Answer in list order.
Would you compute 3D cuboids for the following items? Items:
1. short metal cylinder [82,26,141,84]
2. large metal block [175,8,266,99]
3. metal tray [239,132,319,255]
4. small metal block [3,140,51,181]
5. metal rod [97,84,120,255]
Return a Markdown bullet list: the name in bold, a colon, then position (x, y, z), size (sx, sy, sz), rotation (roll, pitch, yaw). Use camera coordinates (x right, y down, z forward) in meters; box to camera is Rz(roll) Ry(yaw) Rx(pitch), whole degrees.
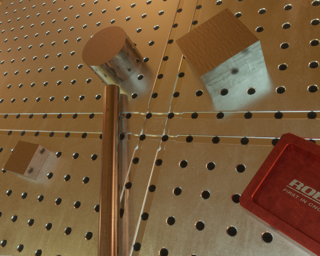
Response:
- **short metal cylinder**: position (-0.078, -0.117, 0.503), size (0.080, 0.050, 0.080), rotation (-13, 56, 20)
- **large metal block**: position (0.079, -0.099, 0.411), size (0.080, 0.050, 0.080), rotation (-31, 52, 7)
- **metal tray**: position (0.152, 0.070, 0.281), size (0.130, 0.030, 0.090), rotation (30, 78, 37)
- **small metal block**: position (-0.208, 0.050, 0.484), size (0.050, 0.025, 0.050), rotation (7, 65, 31)
- **metal rod**: position (-0.064, 0.065, 0.400), size (0.025, 0.025, 0.299), rotation (-17, 55, 18)
